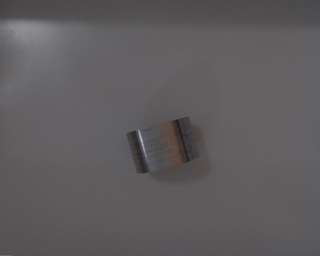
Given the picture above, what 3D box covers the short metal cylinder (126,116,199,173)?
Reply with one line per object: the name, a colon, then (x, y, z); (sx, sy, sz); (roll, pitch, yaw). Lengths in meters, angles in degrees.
short metal cylinder: (0.004, 0.020, 0.384); (0.080, 0.080, 0.050); (-15, 90, 0)
